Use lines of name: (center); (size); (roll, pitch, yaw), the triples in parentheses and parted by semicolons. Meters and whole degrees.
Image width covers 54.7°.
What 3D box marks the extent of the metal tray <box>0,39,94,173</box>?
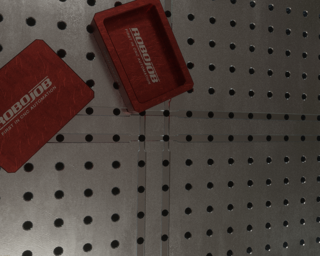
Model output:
metal tray: (-0.153, -0.025, 0.354); (0.090, 0.030, 0.130); (47, 75, -14)

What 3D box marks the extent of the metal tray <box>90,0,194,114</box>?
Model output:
metal tray: (-0.022, -0.094, 0.402); (0.091, 0.030, 0.129); (-26, 99, -18)
